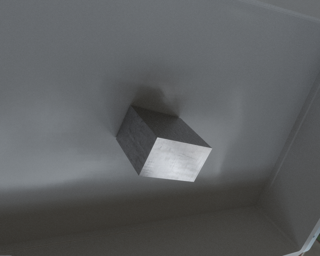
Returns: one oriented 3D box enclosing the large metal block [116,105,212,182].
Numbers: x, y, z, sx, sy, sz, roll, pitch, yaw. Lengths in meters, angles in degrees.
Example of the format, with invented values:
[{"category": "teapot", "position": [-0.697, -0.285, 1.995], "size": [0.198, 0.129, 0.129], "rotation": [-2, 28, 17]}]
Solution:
[{"category": "large metal block", "position": [0.003, 0.019, 0.385], "size": [0.081, 0.080, 0.050], "rotation": [13, 112, -34]}]
